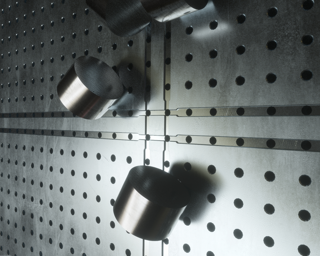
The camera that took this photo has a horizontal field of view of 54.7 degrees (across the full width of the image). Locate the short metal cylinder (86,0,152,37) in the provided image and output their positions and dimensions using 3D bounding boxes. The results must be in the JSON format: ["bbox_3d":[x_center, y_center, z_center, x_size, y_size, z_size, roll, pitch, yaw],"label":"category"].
[{"bbox_3d":[-0.051,-0.170,0.413,0.050,0.081,0.080,46,117,30],"label":"short metal cylinder"}]

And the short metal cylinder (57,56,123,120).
[{"bbox_3d":[-0.102,-0.059,0.455,0.050,0.081,0.080,-41,66,32],"label":"short metal cylinder"}]

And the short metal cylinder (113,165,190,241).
[{"bbox_3d":[-0.011,0.090,0.380,0.080,0.081,0.050,39,114,33],"label":"short metal cylinder"}]

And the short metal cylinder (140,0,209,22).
[{"bbox_3d":[0.015,-0.170,0.359,0.050,0.081,0.080,-5,87,39],"label":"short metal cylinder"}]
